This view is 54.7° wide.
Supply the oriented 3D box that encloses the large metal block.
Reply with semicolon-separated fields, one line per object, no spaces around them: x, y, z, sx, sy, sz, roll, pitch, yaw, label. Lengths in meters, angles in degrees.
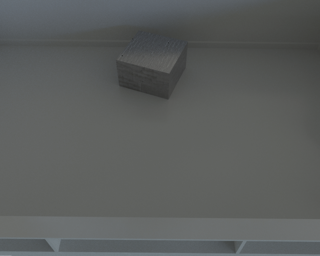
-0.010;-0.097;0.471;0.080;0.050;0.080;17;52;13;large metal block
